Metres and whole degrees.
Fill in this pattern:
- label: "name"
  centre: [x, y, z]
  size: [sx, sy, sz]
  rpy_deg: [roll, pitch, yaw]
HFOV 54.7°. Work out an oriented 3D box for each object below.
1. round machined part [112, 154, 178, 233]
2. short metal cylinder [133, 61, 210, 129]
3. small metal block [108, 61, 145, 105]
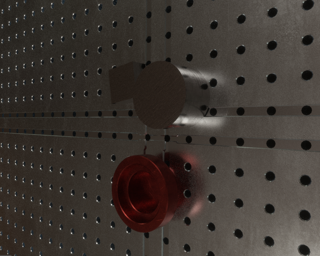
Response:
- label: "round machined part"
  centre: [-0.015, 0.083, 0.409]
  size: [0.098, 0.042, 0.097]
  rpy_deg: [0, 90, 39]
- label: "short metal cylinder"
  centre: [0.013, -0.039, 0.380]
  size: [0.080, 0.050, 0.079]
  rpy_deg: [0, 90, 39]
- label: "small metal block"
  centre: [-0.046, -0.063, 0.445]
  size: [0.050, 0.025, 0.050]
  rpy_deg: [-10, 84, 39]
